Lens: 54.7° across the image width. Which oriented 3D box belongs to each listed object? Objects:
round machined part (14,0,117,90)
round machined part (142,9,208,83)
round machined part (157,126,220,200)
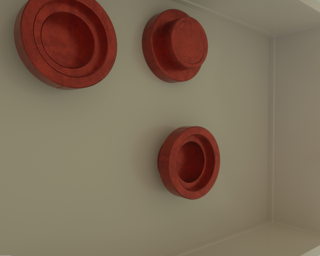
[{"bbox_3d":[-0.097,-0.087,0.315,0.099,0.042,0.097,0,90,-40],"label":"round machined part"},{"bbox_3d":[0.027,-0.112,0.420,0.099,0.042,0.097,0,90,-40],"label":"round machined part"},{"bbox_3d":[0.035,0.046,0.428,0.099,0.042,0.097,0,90,-40],"label":"round machined part"}]
